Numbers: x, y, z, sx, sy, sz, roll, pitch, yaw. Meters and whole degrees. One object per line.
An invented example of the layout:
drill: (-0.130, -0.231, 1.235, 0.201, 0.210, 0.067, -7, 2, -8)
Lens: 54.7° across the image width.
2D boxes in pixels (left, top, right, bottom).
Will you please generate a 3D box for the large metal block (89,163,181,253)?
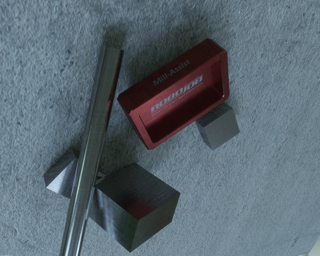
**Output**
large metal block: (-0.034, 0.097, 0.397, 0.081, 0.080, 0.050, -19, 131, -49)

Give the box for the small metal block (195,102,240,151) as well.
small metal block: (0.084, -0.003, 0.453, 0.050, 0.025, 0.050, -33, 129, -7)

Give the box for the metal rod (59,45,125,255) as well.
metal rod: (-0.086, 0.056, 0.360, 0.025, 0.025, 0.298, 6, 105, -32)

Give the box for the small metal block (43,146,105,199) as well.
small metal block: (-0.106, 0.059, 0.386, 0.050, 0.025, 0.050, -45, 130, 3)

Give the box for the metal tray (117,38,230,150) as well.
metal tray: (0.022, -0.038, 0.375, 0.131, 0.030, 0.090, -34, 147, -8)
